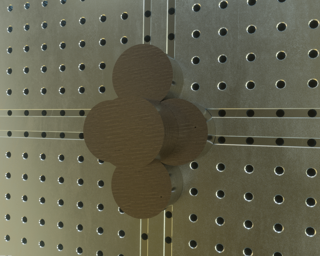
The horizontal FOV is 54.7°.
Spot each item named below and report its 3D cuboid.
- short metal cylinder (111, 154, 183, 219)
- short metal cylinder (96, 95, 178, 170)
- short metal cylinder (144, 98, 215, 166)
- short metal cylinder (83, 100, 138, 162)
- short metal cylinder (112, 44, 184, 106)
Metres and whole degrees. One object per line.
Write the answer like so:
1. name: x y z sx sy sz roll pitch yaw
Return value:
1. short metal cylinder: -0.016 0.072 0.404 0.080 0.050 0.080 -1 88 19
2. short metal cylinder: -0.025 0.005 0.354 0.080 0.050 0.079 0 90 20
3. short metal cylinder: 0.025 0.005 0.390 0.080 0.050 0.080 0 90 20
4. short metal cylinder: -0.055 0.004 0.419 0.080 0.050 0.079 0 90 20
5. short metal cylinder: -0.014 -0.064 0.404 0.080 0.050 0.079 0 90 19
